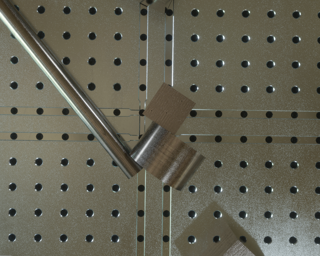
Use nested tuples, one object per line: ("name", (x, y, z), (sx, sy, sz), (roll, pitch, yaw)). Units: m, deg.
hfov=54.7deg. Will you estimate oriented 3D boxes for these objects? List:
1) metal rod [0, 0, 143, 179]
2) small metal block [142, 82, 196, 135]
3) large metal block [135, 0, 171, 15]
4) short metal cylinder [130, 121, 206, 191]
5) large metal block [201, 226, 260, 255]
("metal rod", (-0.125, -0.057, 0.411), (0.025, 0.025, 0.300), (-39, 91, 0))
("small metal block", (0.012, -0.025, 0.414), (0.050, 0.025, 0.050), (34, 90, -1))
("large metal block", (-0.012, -0.209, 0.401), (0.080, 0.050, 0.080), (26, 90, -1))
("short metal cylinder", (0.009, 0.034, 0.386), (0.080, 0.080, 0.050), (35, 90, -1))
("large metal block", (0.097, 0.192, 0.402), (0.080, 0.050, 0.080), (44, 90, -1))
